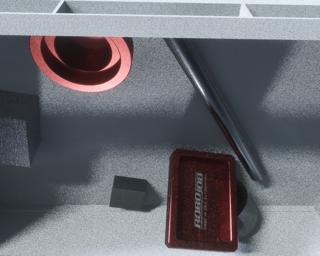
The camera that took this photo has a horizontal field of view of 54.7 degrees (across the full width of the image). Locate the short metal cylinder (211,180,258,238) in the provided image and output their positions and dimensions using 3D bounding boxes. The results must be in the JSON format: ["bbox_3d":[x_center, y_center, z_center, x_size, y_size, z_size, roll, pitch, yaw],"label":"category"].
[{"bbox_3d":[0.104,0.124,0.480,0.080,0.080,0.050,-22,127,17],"label":"short metal cylinder"}]

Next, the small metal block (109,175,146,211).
[{"bbox_3d":[-0.052,0.105,0.498,0.050,0.025,0.050,9,130,-9],"label":"small metal block"}]

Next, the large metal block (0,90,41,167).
[{"bbox_3d":[-0.200,-0.001,0.389,0.081,0.050,0.079,8,130,-8],"label":"large metal block"}]

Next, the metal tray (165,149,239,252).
[{"bbox_3d":[0.057,0.098,0.424,0.091,0.130,0.030,7,156,-7],"label":"metal tray"}]

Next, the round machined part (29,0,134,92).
[{"bbox_3d":[-0.076,-0.086,0.316,0.099,0.042,0.097,1,142,1],"label":"round machined part"}]

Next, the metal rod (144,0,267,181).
[{"bbox_3d":[0.072,-0.027,0.387,0.025,0.025,0.300,-25,126,19],"label":"metal rod"}]
